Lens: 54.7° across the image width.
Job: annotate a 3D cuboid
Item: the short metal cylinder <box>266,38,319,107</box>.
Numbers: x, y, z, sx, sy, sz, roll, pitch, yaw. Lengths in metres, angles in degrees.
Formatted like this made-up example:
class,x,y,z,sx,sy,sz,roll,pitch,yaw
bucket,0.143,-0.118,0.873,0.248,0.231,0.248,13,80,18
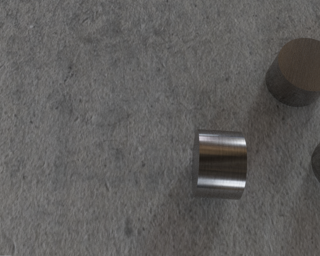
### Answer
class,x,y,z,sx,sy,sz,roll,pitch,yaw
short metal cylinder,0.194,-0.075,0.425,0.081,0.050,0.080,0,70,0

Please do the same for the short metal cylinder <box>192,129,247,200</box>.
class,x,y,z,sx,sy,sz,roll,pitch,yaw
short metal cylinder,0.067,0.042,0.364,0.050,0.080,0.080,3,70,1

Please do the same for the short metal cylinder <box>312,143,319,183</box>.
class,x,y,z,sx,sy,sz,roll,pitch,yaw
short metal cylinder,0.240,0.042,0.382,0.081,0.050,0.080,0,70,0
